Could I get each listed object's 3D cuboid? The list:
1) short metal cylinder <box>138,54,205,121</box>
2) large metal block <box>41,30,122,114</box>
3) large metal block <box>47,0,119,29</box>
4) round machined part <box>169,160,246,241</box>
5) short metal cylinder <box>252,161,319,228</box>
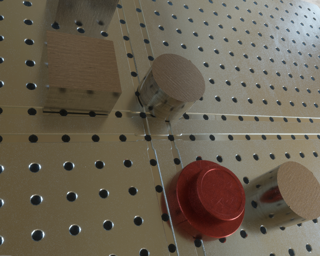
[{"bbox_3d":[0.016,-0.057,0.435,0.081,0.050,0.080,14,56,-21],"label":"short metal cylinder"},{"bbox_3d":[-0.098,-0.066,0.379,0.081,0.050,0.080,2,61,-27],"label":"large metal block"},{"bbox_3d":[-0.105,-0.189,0.431,0.081,0.080,0.050,-7,65,-31],"label":"large metal block"},{"bbox_3d":[0.065,0.084,0.380,0.099,0.042,0.098,14,56,-21],"label":"round machined part"},{"bbox_3d":[0.177,0.093,0.431,0.081,0.050,0.080,13,56,-21],"label":"short metal cylinder"}]
